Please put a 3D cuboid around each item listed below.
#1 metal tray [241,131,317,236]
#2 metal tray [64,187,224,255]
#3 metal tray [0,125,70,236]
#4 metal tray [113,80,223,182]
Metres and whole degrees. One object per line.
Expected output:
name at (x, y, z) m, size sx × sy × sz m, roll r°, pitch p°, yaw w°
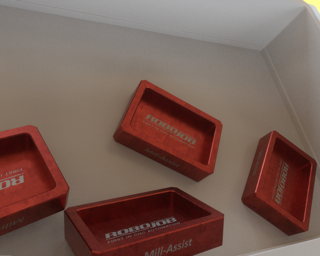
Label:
metal tray at (0.179, 0.077, 0.454) m, size 0.090 × 0.030 × 0.130 m, roll 36°, pitch 51°, yaw -5°
metal tray at (-0.016, 0.095, 0.298) m, size 0.131 × 0.090 × 0.030 m, roll -5°, pitch 101°, yaw -31°
metal tray at (-0.159, 0.052, 0.270) m, size 0.131 × 0.030 × 0.090 m, roll -17°, pitch 56°, yaw -35°
metal tray at (0.015, 0.003, 0.410) m, size 0.131 × 0.030 × 0.090 m, roll 28°, pitch 52°, yaw -11°
